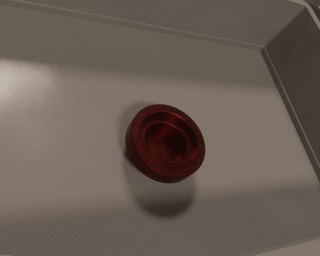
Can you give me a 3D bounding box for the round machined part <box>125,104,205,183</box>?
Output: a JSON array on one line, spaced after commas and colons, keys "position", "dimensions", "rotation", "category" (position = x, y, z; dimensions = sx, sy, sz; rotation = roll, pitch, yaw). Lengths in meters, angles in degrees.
[{"position": [0.003, 0.022, 0.384], "dimensions": [0.099, 0.042, 0.098], "rotation": [14, 56, -21], "category": "round machined part"}]
